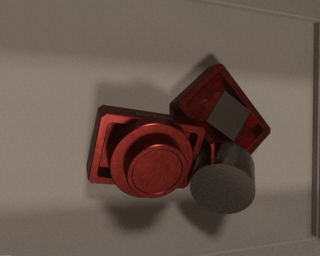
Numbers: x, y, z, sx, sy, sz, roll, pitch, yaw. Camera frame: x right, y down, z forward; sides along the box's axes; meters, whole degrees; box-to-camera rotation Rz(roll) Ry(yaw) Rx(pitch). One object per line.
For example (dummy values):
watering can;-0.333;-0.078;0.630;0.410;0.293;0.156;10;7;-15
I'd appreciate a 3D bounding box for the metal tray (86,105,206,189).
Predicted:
metal tray;-0.018;0.026;0.384;0.131;0.030;0.089;8;111;-20

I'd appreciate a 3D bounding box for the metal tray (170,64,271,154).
metal tray;0.088;-0.014;0.441;0.090;0.030;0.130;-44;104;-15

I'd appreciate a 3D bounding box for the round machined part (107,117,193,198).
round machined part;-0.008;0.040;0.352;0.099;0.042;0.097;-7;115;-14

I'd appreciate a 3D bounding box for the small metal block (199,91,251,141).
small metal block;0.090;-0.016;0.431;0.050;0.025;0.050;35;79;-17

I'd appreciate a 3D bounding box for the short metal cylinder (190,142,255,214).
short metal cylinder;0.083;0.066;0.407;0.080;0.050;0.079;7;120;12
